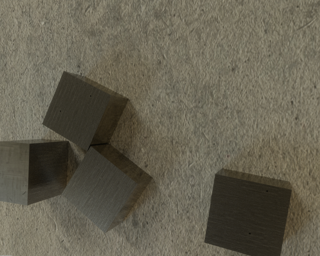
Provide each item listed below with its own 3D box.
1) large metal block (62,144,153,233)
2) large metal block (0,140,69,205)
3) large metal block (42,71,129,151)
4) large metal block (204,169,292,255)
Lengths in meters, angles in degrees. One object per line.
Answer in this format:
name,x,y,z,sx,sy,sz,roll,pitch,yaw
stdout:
large metal block,-0.071,0.079,0.421,0.080,0.050,0.080,36,102,16
large metal block,-0.178,0.058,0.443,0.050,0.080,0.079,3,91,20
large metal block,-0.103,-0.023,0.432,0.080,0.050,0.080,28,99,17
large metal block,0.102,0.097,0.360,0.080,0.050,0.079,10,93,19
